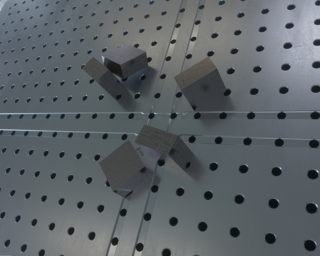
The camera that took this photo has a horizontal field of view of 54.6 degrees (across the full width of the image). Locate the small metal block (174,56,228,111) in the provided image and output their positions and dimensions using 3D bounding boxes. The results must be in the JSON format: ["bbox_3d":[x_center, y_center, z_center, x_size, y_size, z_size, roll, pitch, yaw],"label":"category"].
[{"bbox_3d":[0.053,-0.056,0.399,0.050,0.050,0.025,-30,52,9],"label":"small metal block"}]

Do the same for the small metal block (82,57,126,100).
[{"bbox_3d":[-0.088,-0.078,0.487,0.025,0.050,0.050,-47,51,-3],"label":"small metal block"}]

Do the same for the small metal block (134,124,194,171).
[{"bbox_3d":[0.006,0.024,0.375,0.050,0.050,0.025,18,72,35],"label":"small metal block"}]

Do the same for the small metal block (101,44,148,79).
[{"bbox_3d":[-0.055,-0.107,0.492,0.050,0.025,0.050,-35,46,-28],"label":"small metal block"}]

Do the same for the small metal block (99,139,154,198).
[{"bbox_3d":[-0.044,0.052,0.401,0.050,0.025,0.050,-38,51,2],"label":"small metal block"}]
